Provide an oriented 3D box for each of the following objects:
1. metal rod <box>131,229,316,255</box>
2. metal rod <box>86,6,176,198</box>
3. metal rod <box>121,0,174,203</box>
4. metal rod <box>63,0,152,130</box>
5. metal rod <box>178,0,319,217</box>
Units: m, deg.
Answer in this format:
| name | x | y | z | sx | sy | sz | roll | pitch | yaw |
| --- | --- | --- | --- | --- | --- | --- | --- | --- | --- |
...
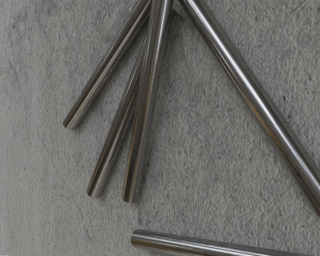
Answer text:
| name | x | y | z | sx | sy | sz | roll | pitch | yaw |
| --- | --- | --- | --- | --- | --- | --- | --- | --- | --- |
| metal rod | 0.084 | 0.139 | 0.335 | 0.300 | 0.025 | 0.025 | -7 | 86 | 39 |
| metal rod | -0.048 | -0.026 | 0.444 | 0.025 | 0.025 | 0.298 | 37 | 112 | 34 |
| metal rod | -0.017 | -0.041 | 0.402 | 0.025 | 0.025 | 0.298 | 22 | 109 | 38 |
| metal rod | -0.071 | -0.106 | 0.463 | 0.298 | 0.025 | 0.025 | -50 | 61 | 28 |
| metal rod | 0.090 | -0.051 | 0.330 | 0.025 | 0.025 | 0.299 | -41 | 66 | 32 |
